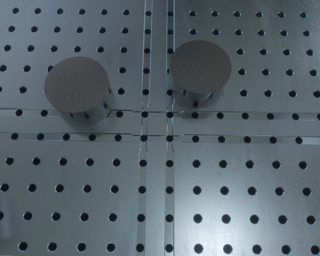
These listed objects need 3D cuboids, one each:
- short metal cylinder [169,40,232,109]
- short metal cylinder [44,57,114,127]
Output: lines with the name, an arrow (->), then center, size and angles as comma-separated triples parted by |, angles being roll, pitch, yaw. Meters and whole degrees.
short metal cylinder -> 0.053, -0.072, 0.425 | 0.081, 0.050, 0.080 | 0, 70, 0
short metal cylinder -> -0.106, -0.048, 0.415 | 0.081, 0.050, 0.080 | 0, 70, 0
